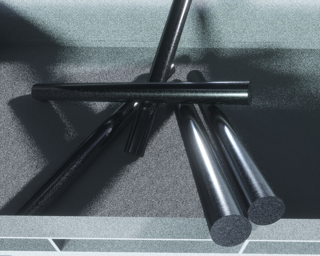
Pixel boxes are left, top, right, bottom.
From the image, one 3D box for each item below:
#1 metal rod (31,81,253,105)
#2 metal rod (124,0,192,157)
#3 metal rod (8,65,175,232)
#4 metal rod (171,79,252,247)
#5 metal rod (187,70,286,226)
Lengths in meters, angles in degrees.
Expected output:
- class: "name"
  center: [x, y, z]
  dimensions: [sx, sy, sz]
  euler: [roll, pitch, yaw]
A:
- class: "metal rod"
  center: [-0.042, -0.044, 0.383]
  dimensions: [0.300, 0.025, 0.025]
  euler: [4, 48, 26]
- class: "metal rod"
  center: [0.010, -0.107, 0.412]
  dimensions: [0.025, 0.025, 0.299]
  euler: [15, 77, 12]
- class: "metal rod"
  center: [-0.067, 0.002, 0.402]
  dimensions: [0.025, 0.025, 0.301]
  euler: [26, 54, 20]
- class: "metal rod"
  center: [0.033, 0.001, 0.322]
  dimensions: [0.025, 0.025, 0.300]
  euler: [-3, 24, -3]
- class: "metal rod"
  center: [0.061, -0.011, 0.337]
  dimensions: [0.025, 0.025, 0.300]
  euler: [-3, 26, -2]
